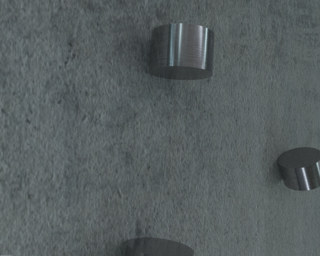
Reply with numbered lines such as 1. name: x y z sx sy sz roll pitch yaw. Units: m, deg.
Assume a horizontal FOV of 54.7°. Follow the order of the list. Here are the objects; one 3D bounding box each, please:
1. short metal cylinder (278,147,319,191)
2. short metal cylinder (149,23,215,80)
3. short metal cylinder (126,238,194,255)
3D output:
1. short metal cylinder: 0.279 0.079 0.607 0.081 0.080 0.050 -34 111 -35
2. short metal cylinder: 0.028 -0.094 0.394 0.081 0.080 0.050 5 87 -40
3. short metal cylinder: -0.003 0.167 0.369 0.081 0.080 0.050 13 82 -40
